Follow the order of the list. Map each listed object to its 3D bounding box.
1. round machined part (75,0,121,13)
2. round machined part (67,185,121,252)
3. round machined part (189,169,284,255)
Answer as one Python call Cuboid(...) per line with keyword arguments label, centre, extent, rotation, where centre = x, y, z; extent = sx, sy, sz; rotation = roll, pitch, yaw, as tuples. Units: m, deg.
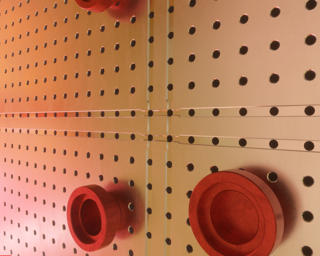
Cuboid(label="round machined part", centre=(-0.088, -0.225, 0.472), extent=(0.098, 0.042, 0.097), rotation=(0, 90, 40))
Cuboid(label="round machined part", centre=(-0.099, 0.136, 0.481), extent=(0.098, 0.042, 0.097), rotation=(0, 90, 40))
Cuboid(label="round machined part", centre=(0.083, 0.092, 0.331), extent=(0.098, 0.042, 0.097), rotation=(0, 90, 40))
